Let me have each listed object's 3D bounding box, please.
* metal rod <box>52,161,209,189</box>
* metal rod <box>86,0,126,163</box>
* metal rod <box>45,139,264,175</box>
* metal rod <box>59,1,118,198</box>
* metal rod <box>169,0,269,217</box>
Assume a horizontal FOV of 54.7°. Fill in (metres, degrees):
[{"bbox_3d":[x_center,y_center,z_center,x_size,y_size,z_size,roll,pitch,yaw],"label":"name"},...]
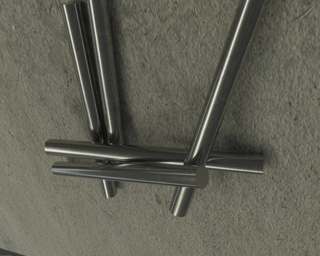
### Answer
[{"bbox_3d":[-0.065,0.061,0.431,0.300,0.025,0.025,-4,117,43],"label":"metal rod"},{"bbox_3d":[-0.067,-0.058,0.406,0.025,0.025,0.298,11,123,22],"label":"metal rod"},{"bbox_3d":[-0.020,0.036,0.415,0.301,0.025,0.025,3,120,18],"label":"metal rod"},{"bbox_3d":[-0.095,-0.021,0.444,0.025,0.025,0.298,9,123,23],"label":"metal rod"},{"bbox_3d":[0.059,-0.022,0.333,0.025,0.025,0.298,23,118,14],"label":"metal rod"}]
